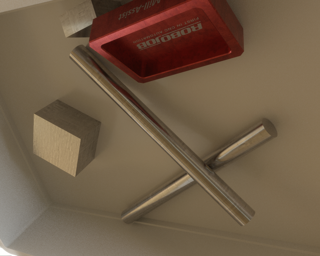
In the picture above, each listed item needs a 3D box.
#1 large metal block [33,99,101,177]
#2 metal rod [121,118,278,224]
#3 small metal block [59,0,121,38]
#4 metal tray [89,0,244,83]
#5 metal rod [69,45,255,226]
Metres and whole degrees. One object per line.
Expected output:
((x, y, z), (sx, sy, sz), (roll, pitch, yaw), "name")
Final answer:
((-0.144, 0.015, 0.476), (0.080, 0.050, 0.079), (27, 128, 10), "large metal block")
((0.033, 0.076, 0.436), (0.025, 0.025, 0.299), (46, 129, -4), "metal rod")
((-0.076, -0.124, 0.351), (0.050, 0.050, 0.025), (-13, 98, 33), "small metal block")
((0.006, -0.091, 0.311), (0.130, 0.030, 0.090), (-10, 154, 32), "metal tray")
((-0.001, 0.005, 0.389), (0.300, 0.025, 0.025), (44, 129, 5), "metal rod")
